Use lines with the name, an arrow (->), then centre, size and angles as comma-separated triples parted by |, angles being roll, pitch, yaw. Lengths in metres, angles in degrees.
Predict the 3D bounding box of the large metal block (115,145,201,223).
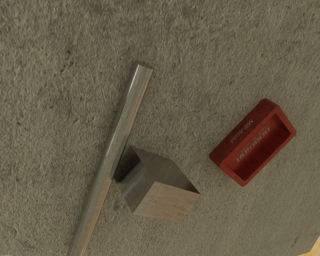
large metal block -> -0.006, 0.075, 0.416 | 0.080, 0.080, 0.050 | 24, 105, -37

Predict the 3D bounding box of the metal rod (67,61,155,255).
metal rod -> -0.071, 0.057, 0.404 | 0.025, 0.025, 0.298 | 9, 114, -33

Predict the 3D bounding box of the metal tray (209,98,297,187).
metal tray -> 0.153, 0.027, 0.506 | 0.130, 0.030, 0.090 | -47, 130, 4
